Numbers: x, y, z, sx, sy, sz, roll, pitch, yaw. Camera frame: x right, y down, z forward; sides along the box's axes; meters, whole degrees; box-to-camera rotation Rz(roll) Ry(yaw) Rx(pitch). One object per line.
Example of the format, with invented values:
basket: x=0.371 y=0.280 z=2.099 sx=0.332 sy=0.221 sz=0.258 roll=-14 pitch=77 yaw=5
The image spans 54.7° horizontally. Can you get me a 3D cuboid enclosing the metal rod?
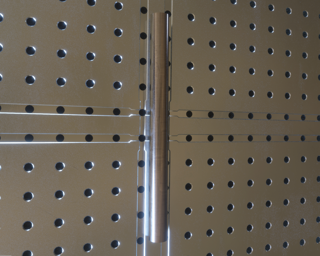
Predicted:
metal rod: x=-0.001 y=-0.001 z=0.413 sx=0.025 sy=0.025 sz=0.298 roll=0 pitch=90 yaw=-20
